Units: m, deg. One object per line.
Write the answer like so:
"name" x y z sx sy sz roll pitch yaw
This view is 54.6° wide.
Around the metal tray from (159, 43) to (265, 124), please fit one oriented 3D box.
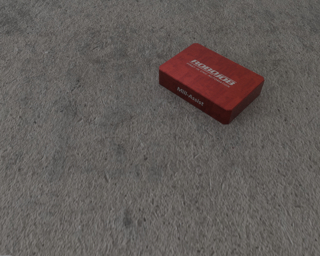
"metal tray" 0.074 -0.070 0.460 0.130 0.030 0.090 36 58 26
